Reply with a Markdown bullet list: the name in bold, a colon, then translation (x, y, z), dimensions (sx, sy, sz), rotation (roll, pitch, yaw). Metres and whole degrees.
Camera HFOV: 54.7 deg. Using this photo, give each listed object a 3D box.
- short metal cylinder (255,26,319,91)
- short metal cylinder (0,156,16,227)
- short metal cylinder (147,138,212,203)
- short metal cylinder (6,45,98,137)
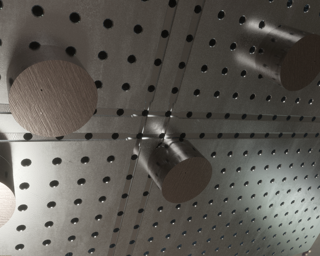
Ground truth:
- **short metal cylinder**: translation (0.184, -0.098, 0.437), dimensions (0.081, 0.050, 0.079), rotation (-14, 125, -21)
- **short metal cylinder**: translation (-0.199, 0.070, 0.329), dimensions (0.081, 0.050, 0.079), rotation (-14, 125, -21)
- **short metal cylinder**: translation (0.028, 0.062, 0.451), dimensions (0.081, 0.050, 0.079), rotation (-14, 125, -21)
- **short metal cylinder**: translation (-0.109, -0.038, 0.313), dimensions (0.081, 0.050, 0.079), rotation (-14, 125, -21)
